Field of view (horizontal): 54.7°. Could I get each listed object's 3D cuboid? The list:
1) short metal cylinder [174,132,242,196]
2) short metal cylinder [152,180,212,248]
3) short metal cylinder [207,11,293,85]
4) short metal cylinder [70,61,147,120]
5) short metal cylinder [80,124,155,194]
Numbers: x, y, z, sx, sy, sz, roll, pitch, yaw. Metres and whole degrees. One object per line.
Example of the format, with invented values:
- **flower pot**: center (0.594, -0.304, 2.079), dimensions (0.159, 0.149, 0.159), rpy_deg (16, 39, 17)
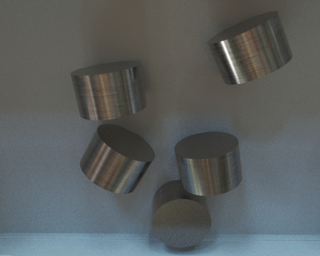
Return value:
- **short metal cylinder**: center (0.062, 0.043, 0.399), dimensions (0.080, 0.080, 0.050), rpy_deg (-10, 110, 3)
- **short metal cylinder**: center (0.030, 0.122, 0.443), dimensions (0.081, 0.050, 0.079), rpy_deg (0, 110, -1)
- **short metal cylinder**: center (0.101, -0.090, 0.350), dimensions (0.080, 0.080, 0.050), rpy_deg (-25, 109, 8)
- **short metal cylinder**: center (-0.059, -0.046, 0.364), dimensions (0.080, 0.080, 0.050), rpy_deg (-7, 110, 2)
- **short metal cylinder**: center (-0.054, 0.038, 0.395), dimensions (0.080, 0.080, 0.050), rpy_deg (27, 108, -10)
